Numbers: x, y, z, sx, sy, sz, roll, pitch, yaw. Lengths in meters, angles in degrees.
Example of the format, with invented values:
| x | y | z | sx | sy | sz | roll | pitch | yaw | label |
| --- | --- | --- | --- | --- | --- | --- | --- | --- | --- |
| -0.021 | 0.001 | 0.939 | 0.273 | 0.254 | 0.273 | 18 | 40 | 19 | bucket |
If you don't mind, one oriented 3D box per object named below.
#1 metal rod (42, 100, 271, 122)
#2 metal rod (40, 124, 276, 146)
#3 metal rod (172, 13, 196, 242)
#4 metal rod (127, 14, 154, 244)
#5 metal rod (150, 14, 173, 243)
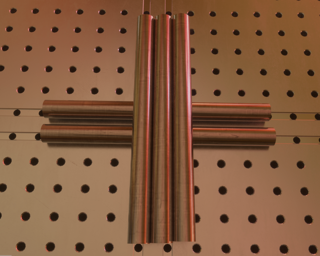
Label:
| x | y | z | sx | sy | sz | roll | pitch | yaw | label |
| --- | --- | --- | --- | --- | --- | --- | --- | --- | --- |
| -0.004 | -0.023 | 0.420 | 0.302 | 0.025 | 0.025 | 1 | 70 | 0 | metal rod |
| -0.002 | 0.009 | 0.408 | 0.302 | 0.025 | 0.025 | 1 | 70 | 0 | metal rod |
| 0.028 | -0.016 | 0.392 | 0.025 | 0.025 | 0.299 | 1 | 70 | 0 | metal rod |
| -0.022 | -0.014 | 0.390 | 0.025 | 0.025 | 0.299 | 1 | 70 | 0 | metal rod |
| 0.003 | -0.014 | 0.391 | 0.025 | 0.025 | 0.299 | 1 | 70 | 0 | metal rod |
